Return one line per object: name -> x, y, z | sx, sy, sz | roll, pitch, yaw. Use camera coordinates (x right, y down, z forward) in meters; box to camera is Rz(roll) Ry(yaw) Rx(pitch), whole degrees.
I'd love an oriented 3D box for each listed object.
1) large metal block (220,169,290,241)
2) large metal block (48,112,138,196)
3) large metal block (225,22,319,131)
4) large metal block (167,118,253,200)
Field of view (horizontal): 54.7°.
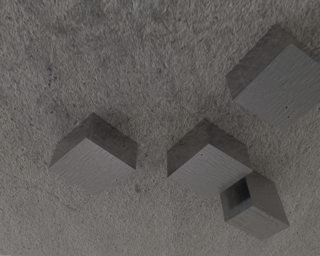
large metal block -> 0.138, 0.110, 0.466 | 0.080, 0.080, 0.050 | 31, 123, -24
large metal block -> -0.089, 0.038, 0.422 | 0.080, 0.050, 0.080 | -36, 122, 26
large metal block -> 0.134, -0.054, 0.346 | 0.080, 0.050, 0.080 | 27, 125, -21
large metal block -> 0.066, 0.045, 0.430 | 0.080, 0.050, 0.080 | 31, 124, -24
